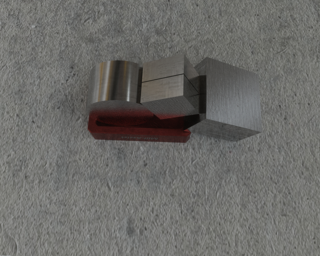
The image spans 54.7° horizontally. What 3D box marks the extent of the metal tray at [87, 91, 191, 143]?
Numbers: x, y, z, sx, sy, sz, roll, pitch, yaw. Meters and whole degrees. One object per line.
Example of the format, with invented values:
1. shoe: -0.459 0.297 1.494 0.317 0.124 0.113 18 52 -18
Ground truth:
1. metal tray: -0.024 -0.029 0.417 0.131 0.030 0.090 2 70 0

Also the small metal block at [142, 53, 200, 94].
1. small metal block: 0.014 -0.058 0.362 0.050 0.050 0.025 -8 67 25

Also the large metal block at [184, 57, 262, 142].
1. large metal block: 0.079 -0.033 0.393 0.081 0.050 0.080 12 68 -23

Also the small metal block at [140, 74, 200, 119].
1. small metal block: 0.013 -0.033 0.352 0.050 0.050 0.025 -8 67 25

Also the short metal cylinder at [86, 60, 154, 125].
1. short metal cylinder: -0.047 -0.040 0.381 0.081 0.080 0.050 1 70 0
